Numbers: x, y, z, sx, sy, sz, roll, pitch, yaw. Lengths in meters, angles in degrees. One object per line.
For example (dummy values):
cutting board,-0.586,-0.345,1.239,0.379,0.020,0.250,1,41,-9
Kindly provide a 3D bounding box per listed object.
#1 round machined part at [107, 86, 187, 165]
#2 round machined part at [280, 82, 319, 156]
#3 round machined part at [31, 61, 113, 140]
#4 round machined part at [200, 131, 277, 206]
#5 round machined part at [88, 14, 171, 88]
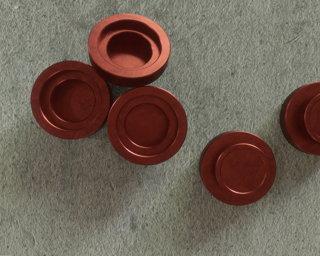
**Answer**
round machined part,-0.017,-0.004,0.397,0.099,0.042,0.097,0,94,-6
round machined part,0.213,-0.012,0.403,0.099,0.042,0.097,0,90,0
round machined part,-0.110,-0.034,0.400,0.099,0.042,0.097,0,90,0
round machined part,0.103,0.053,0.402,0.099,0.042,0.097,0,90,0
round machined part,-0.038,-0.092,0.389,0.099,0.042,0.098,3,65,-7
